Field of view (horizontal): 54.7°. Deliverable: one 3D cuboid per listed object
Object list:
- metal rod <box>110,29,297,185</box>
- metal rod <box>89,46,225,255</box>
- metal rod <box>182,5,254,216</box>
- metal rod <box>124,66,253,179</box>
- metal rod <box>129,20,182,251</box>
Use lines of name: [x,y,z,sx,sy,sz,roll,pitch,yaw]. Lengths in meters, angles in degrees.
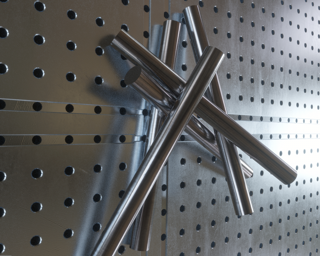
metal rod: [0.065,-0.020,0.401,0.301,0.025,0.025,37,65,-12]
metal rod: [-0.006,0.039,0.359,0.025,0.025,0.299,33,84,-36]
metal rod: [0.081,-0.028,0.438,0.025,0.025,0.298,-10,84,-40]
metal rod: [0.060,0.009,0.439,0.301,0.025,0.025,37,67,-42]
metal rod: [-0.005,0.004,0.407,0.025,0.025,0.298,14,81,-40]
